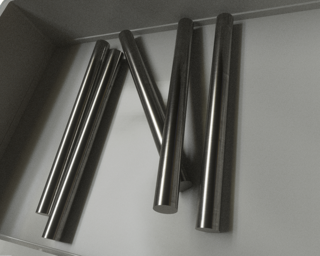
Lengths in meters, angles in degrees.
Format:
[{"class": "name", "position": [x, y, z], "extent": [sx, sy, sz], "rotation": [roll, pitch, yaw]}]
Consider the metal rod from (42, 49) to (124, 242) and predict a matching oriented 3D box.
[{"class": "metal rod", "position": [-0.104, 0.009, 0.452], "extent": [0.025, 0.025, 0.300], "rotation": [0, 61, 28]}]

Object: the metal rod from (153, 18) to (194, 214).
[{"class": "metal rod", "position": [0.023, -0.040, 0.396], "extent": [0.025, 0.025, 0.300], "rotation": [-9, 51, 23]}]

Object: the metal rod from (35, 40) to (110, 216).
[{"class": "metal rod", "position": [-0.127, -0.016, 0.479], "extent": [0.025, 0.025, 0.299], "rotation": [-3, 60, 26]}]

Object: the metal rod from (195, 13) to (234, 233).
[{"class": "metal rod", "position": [0.072, -0.027, 0.383], "extent": [0.025, 0.025, 0.299], "rotation": [-4, 60, 26]}]

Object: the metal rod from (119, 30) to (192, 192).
[{"class": "metal rod", "position": [-0.017, -0.045, 0.440], "extent": [0.025, 0.025, 0.299], "rotation": [-28, 52, 10]}]
